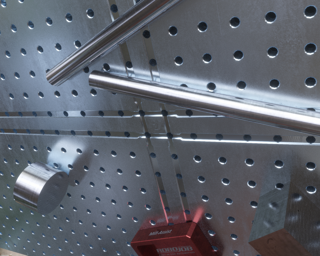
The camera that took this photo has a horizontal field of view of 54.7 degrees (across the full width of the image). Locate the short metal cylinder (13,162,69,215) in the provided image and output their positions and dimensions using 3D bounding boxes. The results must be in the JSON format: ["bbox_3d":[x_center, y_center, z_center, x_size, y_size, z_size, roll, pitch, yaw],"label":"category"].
[{"bbox_3d":[-0.208,0.106,0.548,0.050,0.080,0.079,19,126,17],"label":"short metal cylinder"}]

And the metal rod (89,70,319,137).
[{"bbox_3d":[0.049,-0.032,0.364,0.301,0.025,0.025,14,124,20],"label":"metal rod"}]

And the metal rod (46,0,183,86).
[{"bbox_3d":[-0.039,-0.118,0.357,0.299,0.025,0.025,-22,107,36],"label":"metal rod"}]

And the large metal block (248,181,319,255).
[{"bbox_3d":[0.160,0.125,0.369,0.080,0.080,0.050,44,129,-3],"label":"large metal block"}]

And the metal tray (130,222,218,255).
[{"bbox_3d":[0.024,0.210,0.523,0.130,0.030,0.090,-22,107,36],"label":"metal tray"}]
